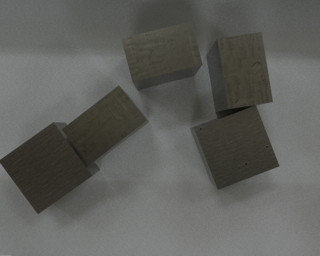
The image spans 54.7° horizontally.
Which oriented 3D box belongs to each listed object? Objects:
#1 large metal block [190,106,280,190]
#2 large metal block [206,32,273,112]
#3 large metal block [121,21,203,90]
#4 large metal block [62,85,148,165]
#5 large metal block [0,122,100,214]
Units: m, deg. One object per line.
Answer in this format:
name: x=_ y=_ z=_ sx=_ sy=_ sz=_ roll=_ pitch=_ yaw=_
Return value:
large metal block: x=0.093 y=0.023 z=0.400 sx=0.080 sy=0.050 sz=0.080 roll=-21 pitch=90 yaw=-1
large metal block: x=0.095 y=-0.064 z=0.385 sx=0.050 sy=0.080 sz=0.080 roll=-9 pitch=90 yaw=0
large metal block: x=0.002 y=-0.085 z=0.384 sx=0.080 sy=0.080 sz=0.050 roll=-14 pitch=90 yaw=0
large metal block: x=-0.062 y=-0.003 z=0.383 sx=0.080 sy=0.080 sz=0.050 roll=-38 pitch=90 yaw=0
large metal block: x=-0.138 y=0.048 z=0.397 sx=0.080 sy=0.050 sz=0.080 roll=-36 pitch=90 yaw=0
